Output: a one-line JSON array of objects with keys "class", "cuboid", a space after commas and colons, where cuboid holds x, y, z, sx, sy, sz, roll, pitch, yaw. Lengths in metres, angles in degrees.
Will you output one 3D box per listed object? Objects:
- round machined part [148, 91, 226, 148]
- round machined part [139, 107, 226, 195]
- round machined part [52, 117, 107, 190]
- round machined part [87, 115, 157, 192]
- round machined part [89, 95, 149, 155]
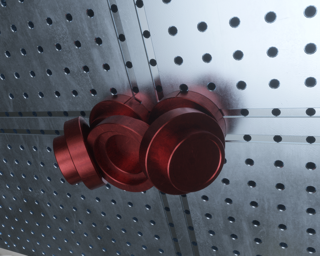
[{"class": "round machined part", "cuboid": [0.029, 0.006, 0.387, 0.098, 0.042, 0.097, 13, 124, 20]}, {"class": "round machined part", "cuboid": [0.031, 0.030, 0.336, 0.042, 0.099, 0.097, 37, 145, 59]}, {"class": "round machined part", "cuboid": [-0.108, 0.037, 0.412, 0.042, 0.098, 0.097, -21, 112, -4]}, {"class": "round machined part", "cuboid": [-0.037, 0.027, 0.379, 0.098, 0.042, 0.097, 13, 124, 20]}, {"class": "round machined part", "cuboid": [-0.058, 0.006, 0.432, 0.098, 0.042, 0.097, 13, 124, 20]}]
